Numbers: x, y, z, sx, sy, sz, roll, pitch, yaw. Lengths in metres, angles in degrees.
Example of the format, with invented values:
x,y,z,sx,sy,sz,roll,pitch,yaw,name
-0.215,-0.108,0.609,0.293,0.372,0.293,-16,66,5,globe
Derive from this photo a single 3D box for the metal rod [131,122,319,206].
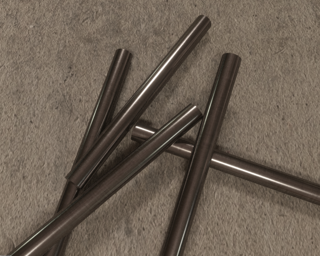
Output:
x,y,z,sx,sy,sz,roll,pitch,yaw,name
0.109,0.052,0.390,0.301,0.025,0.025,19,71,6,metal rod

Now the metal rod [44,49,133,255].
x,y,z,sx,sy,sz,roll,pitch,yaw,name
-0.091,0.029,0.396,0.025,0.025,0.299,15,70,5,metal rod

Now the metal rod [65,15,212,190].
x,y,z,sx,sy,sz,roll,pitch,yaw,name
-0.016,-0.048,0.411,0.025,0.025,0.301,32,68,11,metal rod

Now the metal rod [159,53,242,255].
x,y,z,sx,sy,sz,roll,pitch,yaw,name
0.044,0.050,0.366,0.025,0.025,0.299,18,80,6,metal rod

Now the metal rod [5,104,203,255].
x,y,z,sx,sy,sz,roll,pitch,yaw,name
-0.068,0.072,0.353,0.301,0.025,0.025,-40,75,-14,metal rod
